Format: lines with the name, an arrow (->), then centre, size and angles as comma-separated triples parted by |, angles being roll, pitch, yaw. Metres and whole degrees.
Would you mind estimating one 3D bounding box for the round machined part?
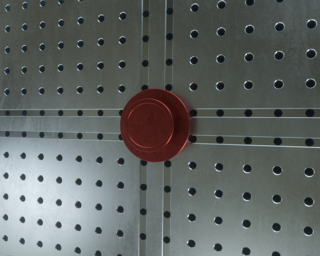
round machined part -> -0.009, -0.003, 0.405 | 0.098, 0.042, 0.097 | 0, 90, 19
